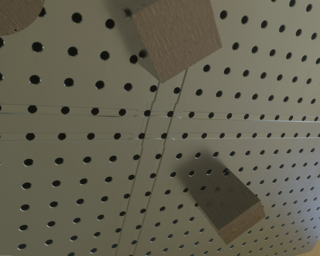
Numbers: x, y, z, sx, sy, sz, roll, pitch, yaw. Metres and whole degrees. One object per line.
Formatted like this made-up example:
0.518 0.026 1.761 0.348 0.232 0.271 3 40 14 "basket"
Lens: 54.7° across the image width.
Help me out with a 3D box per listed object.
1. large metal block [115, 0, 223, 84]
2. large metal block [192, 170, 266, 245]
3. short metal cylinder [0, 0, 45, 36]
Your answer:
0.011 -0.109 0.334 0.080 0.050 0.080 -32 129 -7 "large metal block"
0.114 0.131 0.519 0.080 0.080 0.050 -33 129 -7 "large metal block"
-0.137 -0.119 0.246 0.081 0.050 0.079 -14 124 -21 "short metal cylinder"
